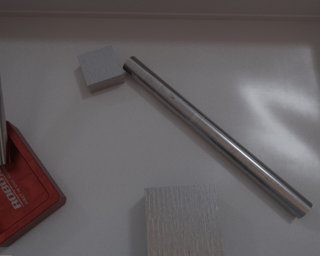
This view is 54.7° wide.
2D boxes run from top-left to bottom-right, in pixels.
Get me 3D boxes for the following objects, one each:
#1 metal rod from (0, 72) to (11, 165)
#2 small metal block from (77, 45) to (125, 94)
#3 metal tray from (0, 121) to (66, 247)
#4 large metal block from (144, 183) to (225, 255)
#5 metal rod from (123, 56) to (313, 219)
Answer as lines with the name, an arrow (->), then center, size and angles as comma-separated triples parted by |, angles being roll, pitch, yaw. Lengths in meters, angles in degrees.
metal rod -> -0.209, -0.105, 0.367 | 0.025, 0.025, 0.298 | -5, 93, -2
small metal block -> -0.083, -0.083, 0.439 | 0.050, 0.025, 0.050 | -20, 71, -8
metal tray -> -0.190, 0.066, 0.380 | 0.090, 0.030, 0.130 | -37, 75, -13
large metal block -> 0.025, 0.110, 0.356 | 0.081, 0.050, 0.080 | -3, 70, -2
metal rod -> 0.066, 0.004, 0.408 | 0.300, 0.025, 0.025 | 41, 75, 13
